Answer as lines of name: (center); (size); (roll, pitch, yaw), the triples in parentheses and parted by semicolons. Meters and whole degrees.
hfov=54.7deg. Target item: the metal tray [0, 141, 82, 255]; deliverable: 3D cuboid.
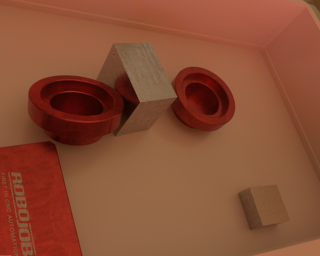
metal tray: (-0.131, 0.081, 0.283); (0.091, 0.030, 0.130); (-8, 66, -32)

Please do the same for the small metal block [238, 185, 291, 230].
small metal block: (0.140, 0.106, 0.419); (0.050, 0.025, 0.050); (1, 62, -28)

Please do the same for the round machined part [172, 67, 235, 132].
round machined part: (0.056, -0.038, 0.450); (0.099, 0.042, 0.098); (14, 56, -21)

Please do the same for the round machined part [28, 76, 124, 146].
round machined part: (-0.092, -0.017, 0.340); (0.099, 0.042, 0.098); (13, 32, -8)

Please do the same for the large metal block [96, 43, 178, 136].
large metal block: (-0.034, -0.047, 0.382); (0.050, 0.080, 0.080); (-12, 68, -34)
